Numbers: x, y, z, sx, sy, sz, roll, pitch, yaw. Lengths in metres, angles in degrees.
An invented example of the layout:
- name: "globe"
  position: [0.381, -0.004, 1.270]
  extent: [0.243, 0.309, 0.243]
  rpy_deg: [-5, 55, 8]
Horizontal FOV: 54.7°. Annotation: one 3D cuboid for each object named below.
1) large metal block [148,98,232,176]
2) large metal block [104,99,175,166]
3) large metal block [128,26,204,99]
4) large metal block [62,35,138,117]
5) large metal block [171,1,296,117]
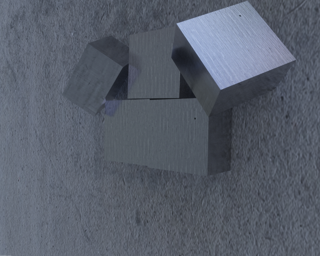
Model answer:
- name: "large metal block"
  position: [0.034, 0.008, 0.358]
  extent: [0.080, 0.050, 0.079]
  rpy_deg: [2, 91, 39]
- name: "large metal block"
  position: [-0.028, 0.004, 0.410]
  extent: [0.080, 0.050, 0.079]
  rpy_deg: [2, 91, 39]
- name: "large metal block"
  position: [0.008, -0.075, 0.382]
  extent: [0.080, 0.050, 0.079]
  rpy_deg: [4, 92, 39]
- name: "large metal block"
  position: [-0.078, -0.073, 0.423]
  extent: [0.050, 0.080, 0.080]
  rpy_deg: [34, 116, -3]
- name: "large metal block"
  position: [0.067, -0.069, 0.306]
  extent: [0.080, 0.081, 0.050]
  rpy_deg: [62, 164, 21]
